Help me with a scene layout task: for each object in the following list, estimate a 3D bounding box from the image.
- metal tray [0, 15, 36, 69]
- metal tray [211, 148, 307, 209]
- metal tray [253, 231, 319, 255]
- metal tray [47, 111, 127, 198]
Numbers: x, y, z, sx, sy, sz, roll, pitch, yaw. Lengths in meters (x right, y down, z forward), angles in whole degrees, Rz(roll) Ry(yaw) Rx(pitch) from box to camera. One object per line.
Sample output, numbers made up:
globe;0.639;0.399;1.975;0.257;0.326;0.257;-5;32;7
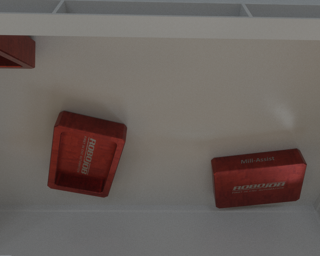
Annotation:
metal tray;-0.201;-0.081;0.296;0.131;0.090;0.030;0;90;-1
metal tray;0.148;0.080;0.476;0.131;0.030;0.089;-7;130;5
metal tray;0.262;0.256;0.630;0.131;0.030;0.090;-13;129;10
metal tray;-0.106;0.042;0.440;0.091;0.030;0.129;13;129;-11
